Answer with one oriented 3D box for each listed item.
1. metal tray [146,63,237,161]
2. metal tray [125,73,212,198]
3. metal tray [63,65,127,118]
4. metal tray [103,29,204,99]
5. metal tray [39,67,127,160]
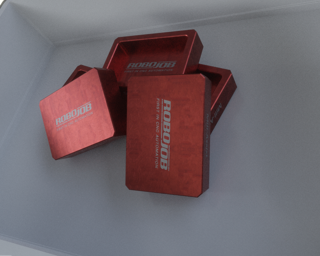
[{"bbox_3d":[0.029,-0.023,0.398,0.090,0.030,0.130,21,73,35],"label":"metal tray"},{"bbox_3d":[0.009,0.007,0.349,0.090,0.030,0.129,2,91,22],"label":"metal tray"},{"bbox_3d":[-0.102,-0.043,0.476,0.130,0.030,0.090,21,73,35],"label":"metal tray"},{"bbox_3d":[-0.015,-0.084,0.420,0.130,0.030,0.090,4,63,29],"label":"metal tray"},{"bbox_3d":[-0.106,-0.016,0.420,0.130,0.030,0.090,-21,82,34],"label":"metal tray"}]
